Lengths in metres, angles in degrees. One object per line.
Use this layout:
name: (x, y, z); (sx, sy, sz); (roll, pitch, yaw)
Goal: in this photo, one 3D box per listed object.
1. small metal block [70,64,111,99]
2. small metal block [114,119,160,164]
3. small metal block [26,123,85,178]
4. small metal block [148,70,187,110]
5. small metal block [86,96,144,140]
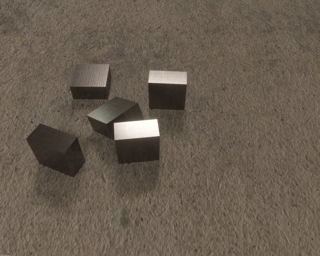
small metal block: (-0.101, -0.069, 0.460); (0.050, 0.025, 0.050); (0, 50, 0)
small metal block: (-0.027, 0.017, 0.372); (0.050, 0.050, 0.025); (-5, 51, -5)
small metal block: (-0.120, 0.027, 0.363); (0.050, 0.050, 0.025); (18, 53, 14)
small metal block: (0.010, -0.052, 0.431); (0.050, 0.050, 0.025); (3, 50, 2)
small metal block: (-0.058, -0.014, 0.403); (0.050, 0.025, 0.050); (-37, 36, -28)
